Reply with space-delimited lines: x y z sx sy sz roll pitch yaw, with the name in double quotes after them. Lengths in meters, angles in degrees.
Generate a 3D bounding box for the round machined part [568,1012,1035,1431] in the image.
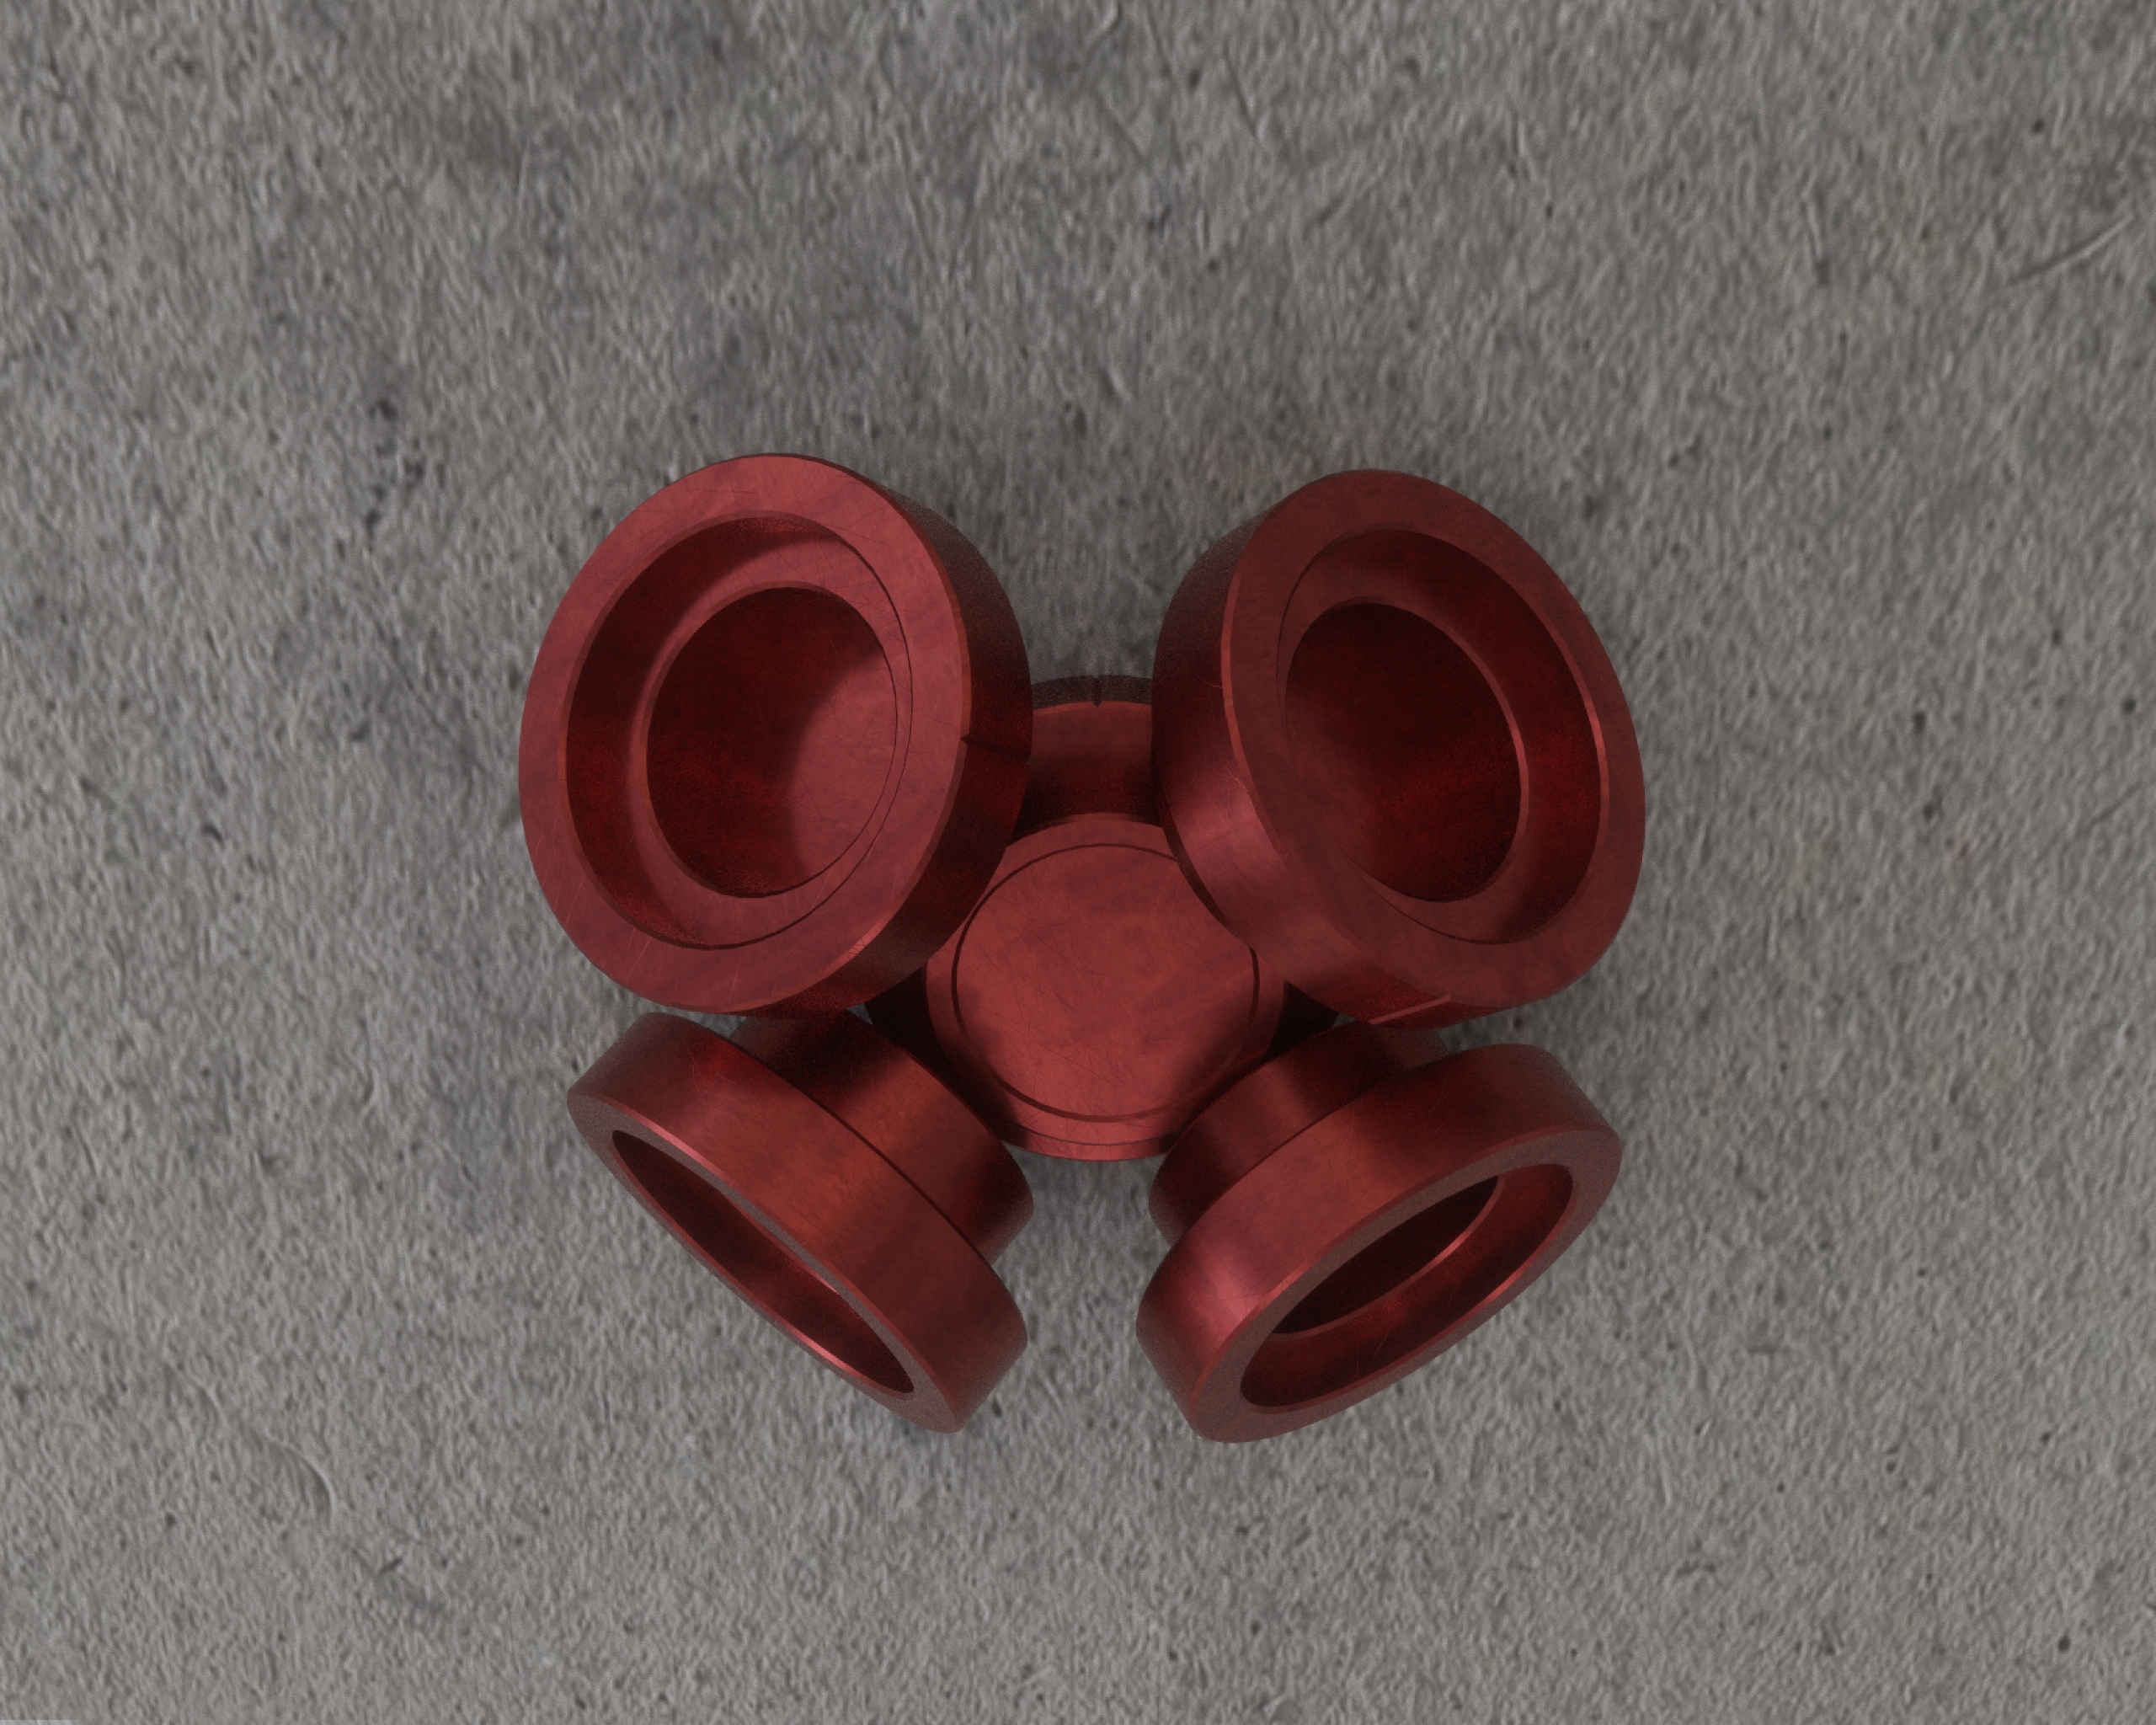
-0.048 0.062 0.404 0.098 0.098 0.042 48 66 -16 "round machined part"

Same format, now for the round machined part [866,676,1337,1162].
0.005 0.016 0.406 0.099 0.042 0.097 0 110 0 "round machined part"

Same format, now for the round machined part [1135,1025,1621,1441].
0.053 0.067 0.408 0.099 0.042 0.098 -24 147 -17 "round machined part"

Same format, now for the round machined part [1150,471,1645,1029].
0.052 -0.017 0.376 0.098 0.098 0.042 45 144 -15 "round machined part"

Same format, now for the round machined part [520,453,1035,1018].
-0.049 -0.020 0.375 0.098 0.042 0.097 -5 80 29 "round machined part"
